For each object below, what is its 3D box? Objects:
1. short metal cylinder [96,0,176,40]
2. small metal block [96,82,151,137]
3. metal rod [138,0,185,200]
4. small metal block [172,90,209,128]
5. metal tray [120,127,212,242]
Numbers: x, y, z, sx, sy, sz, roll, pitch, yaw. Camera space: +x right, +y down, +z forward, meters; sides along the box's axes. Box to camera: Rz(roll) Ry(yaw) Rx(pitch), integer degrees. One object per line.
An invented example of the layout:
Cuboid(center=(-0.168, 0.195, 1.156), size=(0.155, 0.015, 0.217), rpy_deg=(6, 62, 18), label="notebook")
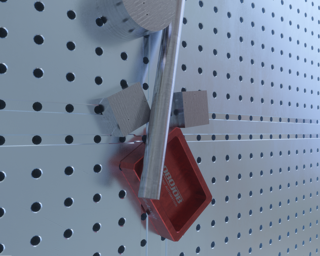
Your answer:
Cuboid(center=(-0.028, -0.151, 0.371), size=(0.081, 0.050, 0.079), rpy_deg=(0, 90, -40), label="short metal cylinder")
Cuboid(center=(-0.041, -0.023, 0.376), size=(0.050, 0.025, 0.050), rpy_deg=(-33, 111, -35), label="small metal block")
Cuboid(center=(0.007, -0.062, 0.392), size=(0.025, 0.025, 0.299), rpy_deg=(21, 69, -38), label="metal rod")
Cuboid(center=(0.043, -0.028, 0.448), size=(0.050, 0.025, 0.050), rpy_deg=(-9, 96, -40), label="small metal block")
Cuboid(center=(0.014, 0.074, 0.419), size=(0.090, 0.030, 0.129), rpy_deg=(-40, 115, -33), label="metal tray")
